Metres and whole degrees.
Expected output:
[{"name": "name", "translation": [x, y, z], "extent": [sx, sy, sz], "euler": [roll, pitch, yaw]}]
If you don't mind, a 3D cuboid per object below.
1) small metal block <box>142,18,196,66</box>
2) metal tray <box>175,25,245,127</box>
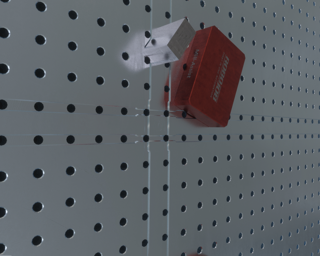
[{"name": "small metal block", "translation": [0.012, -0.111, 0.403], "extent": [0.025, 0.050, 0.050], "euler": [45, 63, -31]}, {"name": "metal tray", "translation": [0.080, -0.076, 0.473], "extent": [0.090, 0.030, 0.130], "euler": [29, 72, -36]}]
